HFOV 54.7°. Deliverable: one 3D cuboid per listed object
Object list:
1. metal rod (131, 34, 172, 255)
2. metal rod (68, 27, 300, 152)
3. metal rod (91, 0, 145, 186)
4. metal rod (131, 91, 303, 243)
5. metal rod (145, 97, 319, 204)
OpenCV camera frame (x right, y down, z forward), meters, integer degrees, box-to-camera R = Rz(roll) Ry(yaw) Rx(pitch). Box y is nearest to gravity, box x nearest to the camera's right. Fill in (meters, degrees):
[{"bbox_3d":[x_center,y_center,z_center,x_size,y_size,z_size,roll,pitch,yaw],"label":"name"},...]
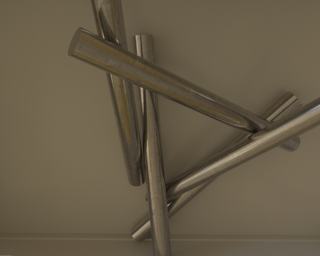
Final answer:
[{"bbox_3d":[-0.009,0.035,0.400,0.025,0.025,0.298,-5,101,1],"label":"metal rod"},{"bbox_3d":[0.052,-0.025,0.328,0.302,0.025,0.025,20,111,-32],"label":"metal rod"},{"bbox_3d":[-0.040,-0.032,0.333,0.025,0.025,0.298,-3,136,1],"label":"metal rod"},{"bbox_3d":[0.070,0.062,0.434,0.025,0.025,0.299,42,104,-14],"label":"metal rod"},{"bbox_3d":[0.090,0.033,0.369,0.025,0.025,0.299,45,125,-15],"label":"metal rod"}]
